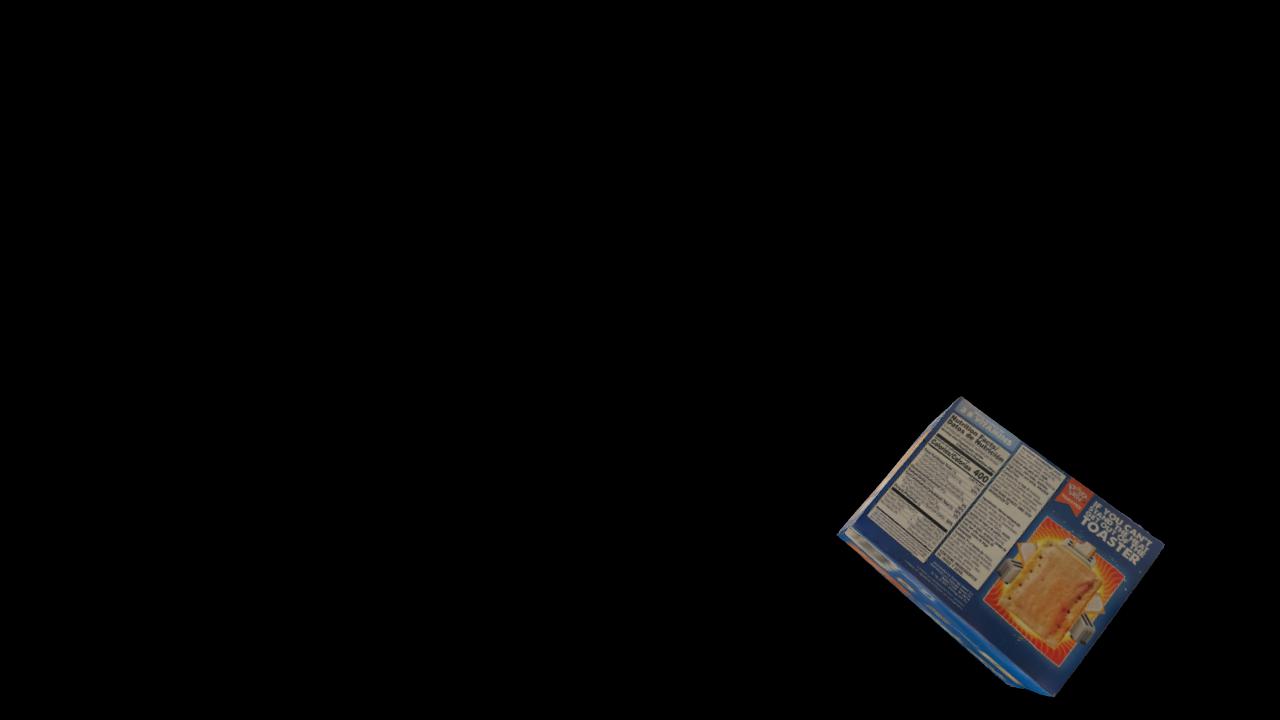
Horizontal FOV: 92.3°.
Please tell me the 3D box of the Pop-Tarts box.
[{"bbox_3d":[0.271,0.141,0.485,0.167,0.141,0.083,41,-10,18],"label":"Pop-Tarts box"}]
